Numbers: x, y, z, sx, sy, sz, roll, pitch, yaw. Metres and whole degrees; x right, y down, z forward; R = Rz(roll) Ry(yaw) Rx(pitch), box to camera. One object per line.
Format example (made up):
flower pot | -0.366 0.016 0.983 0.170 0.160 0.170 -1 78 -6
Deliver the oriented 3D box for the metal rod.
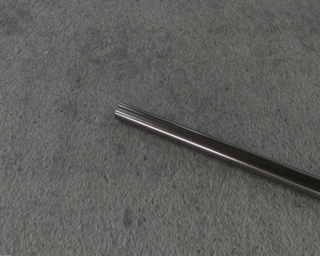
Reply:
metal rod | 0.079 0.029 0.379 0.301 0.025 0.025 21 53 17
